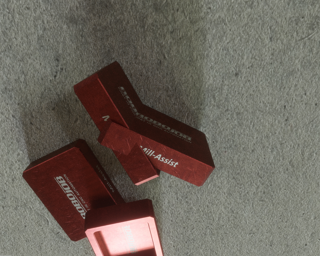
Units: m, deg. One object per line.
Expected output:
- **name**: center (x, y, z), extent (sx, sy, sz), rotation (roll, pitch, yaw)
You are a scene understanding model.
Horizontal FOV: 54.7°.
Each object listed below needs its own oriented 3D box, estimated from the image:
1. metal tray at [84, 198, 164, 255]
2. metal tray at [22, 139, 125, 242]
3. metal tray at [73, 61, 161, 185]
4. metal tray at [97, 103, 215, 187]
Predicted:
- **metal tray**: center (-0.046, 0.161, 0.441), extent (0.091, 0.030, 0.129), rotation (-11, 127, -2)
- **metal tray**: center (-0.117, 0.090, 0.439), extent (0.090, 0.030, 0.130), rotation (-26, 108, 9)
- **metal tray**: center (-0.040, -0.009, 0.366), extent (0.030, 0.090, 0.130), rotation (-26, 106, 15)
- **metal tray**: center (-0.003, 0.011, 0.374), extent (0.131, 0.090, 0.030), rotation (25, 113, -12)
